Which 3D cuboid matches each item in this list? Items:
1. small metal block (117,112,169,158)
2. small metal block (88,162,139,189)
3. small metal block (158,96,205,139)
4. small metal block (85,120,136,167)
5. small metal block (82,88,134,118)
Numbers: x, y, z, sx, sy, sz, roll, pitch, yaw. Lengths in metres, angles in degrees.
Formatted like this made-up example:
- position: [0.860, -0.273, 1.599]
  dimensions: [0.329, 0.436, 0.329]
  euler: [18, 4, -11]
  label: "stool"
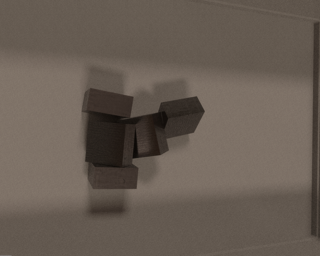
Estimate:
- position: [-0.021, 0.010, 0.388]
  dimensions: [0.025, 0.050, 0.050]
  euler: [-21, 100, -64]
  label: "small metal block"
- position: [-0.058, 0.056, 0.376]
  dimensions: [0.050, 0.050, 0.025]
  euler: [4, 93, -20]
  label: "small metal block"
- position: [0.024, -0.012, 0.404]
  dimensions: [0.050, 0.050, 0.025]
  euler: [-12, 60, -20]
  label: "small metal block"
- position: [-0.060, 0.018, 0.374]
  dimensions: [0.050, 0.025, 0.050]
  euler: [5, 91, 21]
  label: "small metal block"
- position: [-0.065, -0.028, 0.374]
  dimensions: [0.050, 0.050, 0.025]
  euler: [10, 87, -20]
  label: "small metal block"
